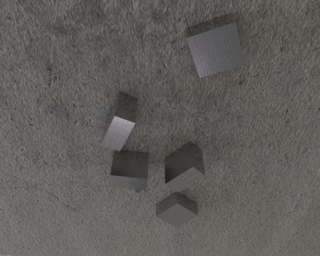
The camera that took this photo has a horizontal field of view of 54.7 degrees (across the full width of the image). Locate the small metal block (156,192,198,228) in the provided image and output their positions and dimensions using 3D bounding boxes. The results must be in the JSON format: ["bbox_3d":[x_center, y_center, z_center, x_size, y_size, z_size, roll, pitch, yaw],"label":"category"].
[{"bbox_3d":[0.028,0.139,0.526,0.050,0.025,0.050,36,121,-27],"label":"small metal block"}]

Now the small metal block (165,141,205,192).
[{"bbox_3d":[0.034,0.054,0.437,0.050,0.050,0.025,-37,121,27],"label":"small metal block"}]

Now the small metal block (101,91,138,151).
[{"bbox_3d":[-0.050,-0.008,0.383,0.025,0.050,0.050,20,127,-16],"label":"small metal block"}]

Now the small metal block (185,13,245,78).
[{"bbox_3d":[0.059,-0.088,0.333,0.050,0.025,0.050,-16,129,13],"label":"small metal block"}]

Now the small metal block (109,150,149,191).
[{"bbox_3d":[-0.043,0.059,0.440,0.050,0.050,0.025,7,130,-6],"label":"small metal block"}]
